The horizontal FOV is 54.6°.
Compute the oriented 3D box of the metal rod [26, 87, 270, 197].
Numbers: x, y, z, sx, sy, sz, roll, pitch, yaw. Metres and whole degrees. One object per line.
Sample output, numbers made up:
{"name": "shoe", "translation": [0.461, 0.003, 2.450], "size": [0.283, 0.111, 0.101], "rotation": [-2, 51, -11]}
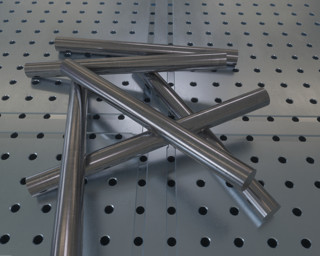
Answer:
{"name": "metal rod", "translation": [-0.007, 0.013, 0.372], "size": [0.302, 0.025, 0.025], "rotation": [-21, 53, -8]}

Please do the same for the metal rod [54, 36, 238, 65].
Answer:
{"name": "metal rod", "translation": [-0.024, -0.129, 0.515], "size": [0.301, 0.025, 0.025], "rotation": [5, 50, 4]}

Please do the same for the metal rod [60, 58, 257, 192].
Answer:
{"name": "metal rod", "translation": [-0.025, -0.019, 0.369], "size": [0.300, 0.025, 0.025], "rotation": [32, 57, 31]}

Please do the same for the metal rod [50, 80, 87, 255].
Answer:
{"name": "metal rod", "translation": [-0.097, 0.021, 0.350], "size": [0.025, 0.025, 0.300], "rotation": [-8, 38, -6]}

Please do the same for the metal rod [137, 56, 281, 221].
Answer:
{"name": "metal rod", "translation": [0.042, -0.007, 0.413], "size": [0.025, 0.025, 0.300], "rotation": [-25, 54, -19]}

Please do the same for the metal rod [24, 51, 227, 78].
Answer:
{"name": "metal rod", "translation": [-0.056, -0.093, 0.458], "size": [0.301, 0.025, 0.025], "rotation": [-1, 50, 10]}
